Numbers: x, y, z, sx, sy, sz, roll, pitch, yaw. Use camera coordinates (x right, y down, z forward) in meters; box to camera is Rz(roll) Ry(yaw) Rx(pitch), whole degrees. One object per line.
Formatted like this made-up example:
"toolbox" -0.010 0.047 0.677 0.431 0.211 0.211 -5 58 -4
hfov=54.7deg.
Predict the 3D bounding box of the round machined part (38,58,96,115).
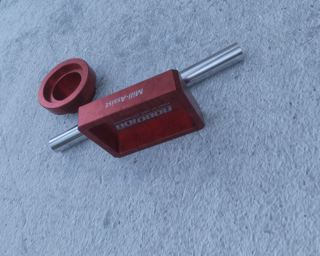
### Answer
"round machined part" -0.145 -0.062 0.505 0.098 0.042 0.098 -13 56 20

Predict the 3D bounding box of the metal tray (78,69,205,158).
"metal tray" -0.021 -0.012 0.379 0.130 0.090 0.030 -20 54 16

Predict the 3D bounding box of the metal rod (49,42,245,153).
"metal rod" -0.026 -0.038 0.439 0.301 0.025 0.025 -26 53 11
